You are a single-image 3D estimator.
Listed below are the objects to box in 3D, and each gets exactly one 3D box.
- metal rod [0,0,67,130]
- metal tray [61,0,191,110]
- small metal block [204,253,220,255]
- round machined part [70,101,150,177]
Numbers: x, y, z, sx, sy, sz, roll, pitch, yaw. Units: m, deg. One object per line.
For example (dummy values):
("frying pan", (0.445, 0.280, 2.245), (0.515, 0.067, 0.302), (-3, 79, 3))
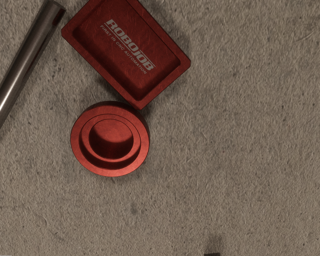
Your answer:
("metal rod", (-0.204, -0.027, 0.396), (0.025, 0.025, 0.299), (33, 106, -12))
("metal tray", (-0.038, -0.097, 0.370), (0.090, 0.030, 0.130), (-41, 106, 13))
("small metal block", (0.087, 0.234, 0.484), (0.025, 0.050, 0.050), (-7, 110, 2))
("round machined part", (-0.062, 0.011, 0.403), (0.099, 0.042, 0.097), (0, 111, 0))
